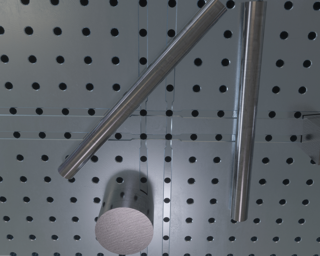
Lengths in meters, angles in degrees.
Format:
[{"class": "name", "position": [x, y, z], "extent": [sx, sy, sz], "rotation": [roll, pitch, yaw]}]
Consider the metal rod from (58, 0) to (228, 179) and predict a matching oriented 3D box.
[{"class": "metal rod", "position": [-0.032, -0.041, 0.397], "extent": [0.025, 0.025, 0.299], "rotation": [41, 105, -14]}]

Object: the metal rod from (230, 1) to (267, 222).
[{"class": "metal rod", "position": [0.115, -0.007, 0.411], "extent": [0.025, 0.025, 0.298], "rotation": [-1, 110, 0]}]

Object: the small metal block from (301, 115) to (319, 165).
[{"class": "small metal block", "position": [0.211, 0.014, 0.407], "extent": [0.025, 0.050, 0.050], "rotation": [-5, 110, 2]}]

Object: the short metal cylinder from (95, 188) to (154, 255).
[{"class": "short metal cylinder", "position": [-0.049, 0.134, 0.449], "extent": [0.081, 0.050, 0.079], "rotation": [0, 110, 0]}]
